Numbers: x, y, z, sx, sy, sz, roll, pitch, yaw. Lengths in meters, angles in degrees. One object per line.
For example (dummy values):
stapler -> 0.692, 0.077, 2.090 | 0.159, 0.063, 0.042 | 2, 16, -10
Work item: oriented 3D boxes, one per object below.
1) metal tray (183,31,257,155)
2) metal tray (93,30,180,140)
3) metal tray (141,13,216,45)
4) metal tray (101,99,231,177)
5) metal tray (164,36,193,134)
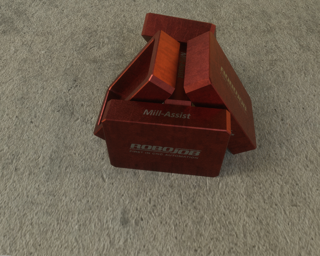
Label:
metal tray -> 0.076, -0.039, 0.374 | 0.030, 0.130, 0.090 | -19, 44, 29
metal tray -> -0.030, -0.047, 0.381 | 0.030, 0.129, 0.090 | 30, 46, -24
metal tray -> 0.034, -0.123, 0.448 | 0.090, 0.130, 0.030 | 14, 93, 11
metal tray -> 0.007, 0.014, 0.350 | 0.131, 0.089, 0.030 | 5, 51, 4
metal tray -> 0.026, -0.047, 0.401 | 0.030, 0.089, 0.130 | 6, 50, 4
